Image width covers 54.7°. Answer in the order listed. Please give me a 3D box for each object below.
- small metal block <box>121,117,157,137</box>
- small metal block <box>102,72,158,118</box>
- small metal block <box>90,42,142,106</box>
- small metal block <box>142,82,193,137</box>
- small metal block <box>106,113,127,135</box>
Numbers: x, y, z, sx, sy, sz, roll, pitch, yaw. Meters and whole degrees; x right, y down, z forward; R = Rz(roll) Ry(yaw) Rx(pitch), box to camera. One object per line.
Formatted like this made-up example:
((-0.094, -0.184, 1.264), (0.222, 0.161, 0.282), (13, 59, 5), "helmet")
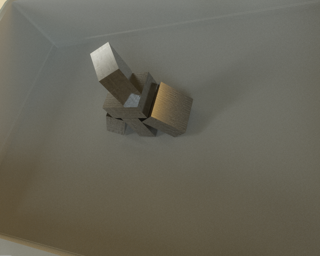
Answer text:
((-0.021, -0.022, 0.412), (0.025, 0.050, 0.050), (1, 62, 29), "small metal block")
((-0.036, -0.040, 0.382), (0.050, 0.025, 0.050), (1, 62, 28), "small metal block")
((-0.050, -0.061, 0.354), (0.025, 0.050, 0.050), (-31, 51, 9), "small metal block")
((0.010, -0.023, 0.393), (0.025, 0.050, 0.050), (-28, 42, 56), "small metal block")
((-0.054, -0.024, 0.427), (0.025, 0.050, 0.050), (16, 66, -2), "small metal block")
